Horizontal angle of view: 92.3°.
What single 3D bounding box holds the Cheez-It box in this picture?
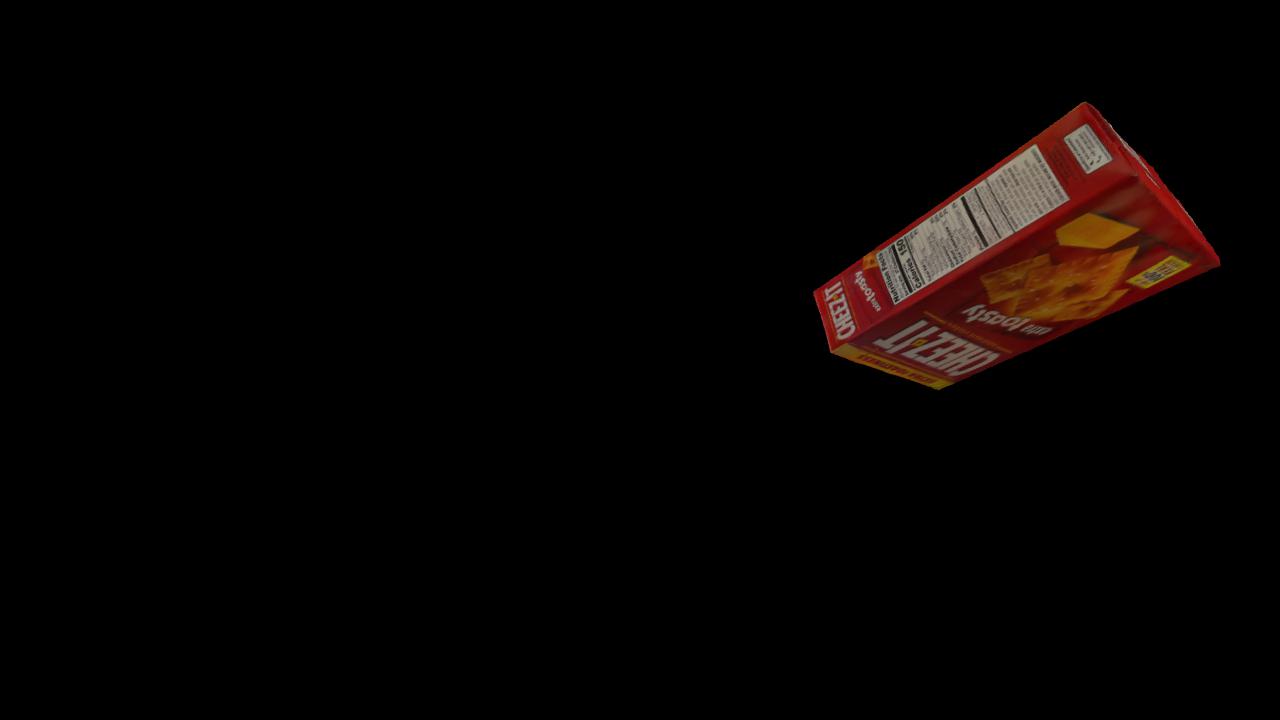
[{"bbox_3d":[0.275,-0.063,0.473,0.166,0.071,0.223,16,-36,-33],"label":"Cheez-It box"}]
